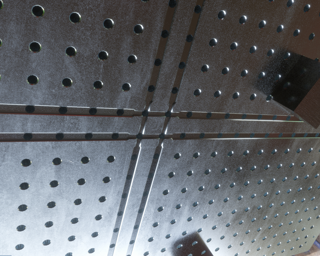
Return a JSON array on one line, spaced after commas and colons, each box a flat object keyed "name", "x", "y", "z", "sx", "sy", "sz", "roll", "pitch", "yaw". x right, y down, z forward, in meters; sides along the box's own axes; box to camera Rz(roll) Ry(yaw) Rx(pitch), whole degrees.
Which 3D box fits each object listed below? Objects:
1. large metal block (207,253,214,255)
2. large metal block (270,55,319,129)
[{"name": "large metal block", "x": 0.087, "y": 0.322, "z": 0.644, "sx": 0.081, "sy": 0.050, "sz": 0.079, "roll": -17, "pitch": 125, "yaw": -19}, {"name": "large metal block", "x": 0.238, "y": -0.056, "z": 0.494, "sx": 0.080, "sy": 0.050, "sz": 0.080, "roll": 25, "pitch": 105, "yaw": -37}]
